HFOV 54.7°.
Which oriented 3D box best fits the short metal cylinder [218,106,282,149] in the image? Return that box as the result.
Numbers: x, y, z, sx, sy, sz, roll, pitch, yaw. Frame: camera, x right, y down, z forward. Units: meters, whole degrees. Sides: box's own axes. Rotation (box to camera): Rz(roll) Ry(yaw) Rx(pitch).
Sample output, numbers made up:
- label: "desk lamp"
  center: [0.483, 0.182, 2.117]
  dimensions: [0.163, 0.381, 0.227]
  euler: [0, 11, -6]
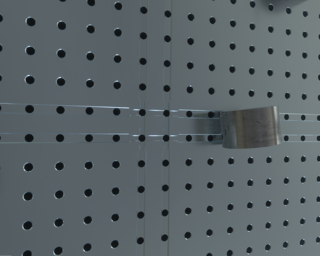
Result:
- label: "short metal cylinder"
  center: [0.125, -0.002, 0.431]
  dimensions: [0.081, 0.080, 0.050]
  euler: [-7, 93, -20]

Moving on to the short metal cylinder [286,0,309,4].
- label: "short metal cylinder"
  center: [0.230, -0.244, 0.486]
  dimensions: [0.081, 0.050, 0.079]
  euler: [0, 90, -20]
